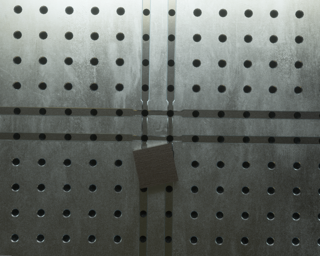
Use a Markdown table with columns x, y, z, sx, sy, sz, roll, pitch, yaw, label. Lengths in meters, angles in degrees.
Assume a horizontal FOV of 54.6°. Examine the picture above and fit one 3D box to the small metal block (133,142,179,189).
| x | y | z | sx | sy | sz | roll | pitch | yaw | label |
| --- | --- | --- | --- | --- | --- | --- | --- | --- | --- |
| -0.006 | 0.049 | 0.413 | 0.050 | 0.025 | 0.050 | -12 | 90 | 0 | small metal block |
